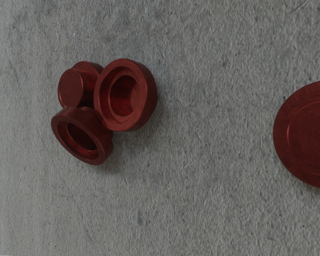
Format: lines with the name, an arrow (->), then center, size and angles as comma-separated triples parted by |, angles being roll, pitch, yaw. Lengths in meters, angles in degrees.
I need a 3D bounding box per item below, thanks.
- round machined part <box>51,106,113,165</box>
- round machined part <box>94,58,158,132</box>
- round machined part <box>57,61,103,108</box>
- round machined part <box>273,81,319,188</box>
round machined part -> -0.110, 0.007, 0.464 | 0.098, 0.042, 0.097 | 22, 140, 20
round machined part -> -0.042, -0.043, 0.427 | 0.098, 0.042, 0.097 | -2, 87, 37
round machined part -> -0.128, -0.060, 0.500 | 0.098, 0.042, 0.097 | 0, 90, 40
round machined part -> 0.148, 0.006, 0.272 | 0.098, 0.042, 0.097 | 0, 90, 40
